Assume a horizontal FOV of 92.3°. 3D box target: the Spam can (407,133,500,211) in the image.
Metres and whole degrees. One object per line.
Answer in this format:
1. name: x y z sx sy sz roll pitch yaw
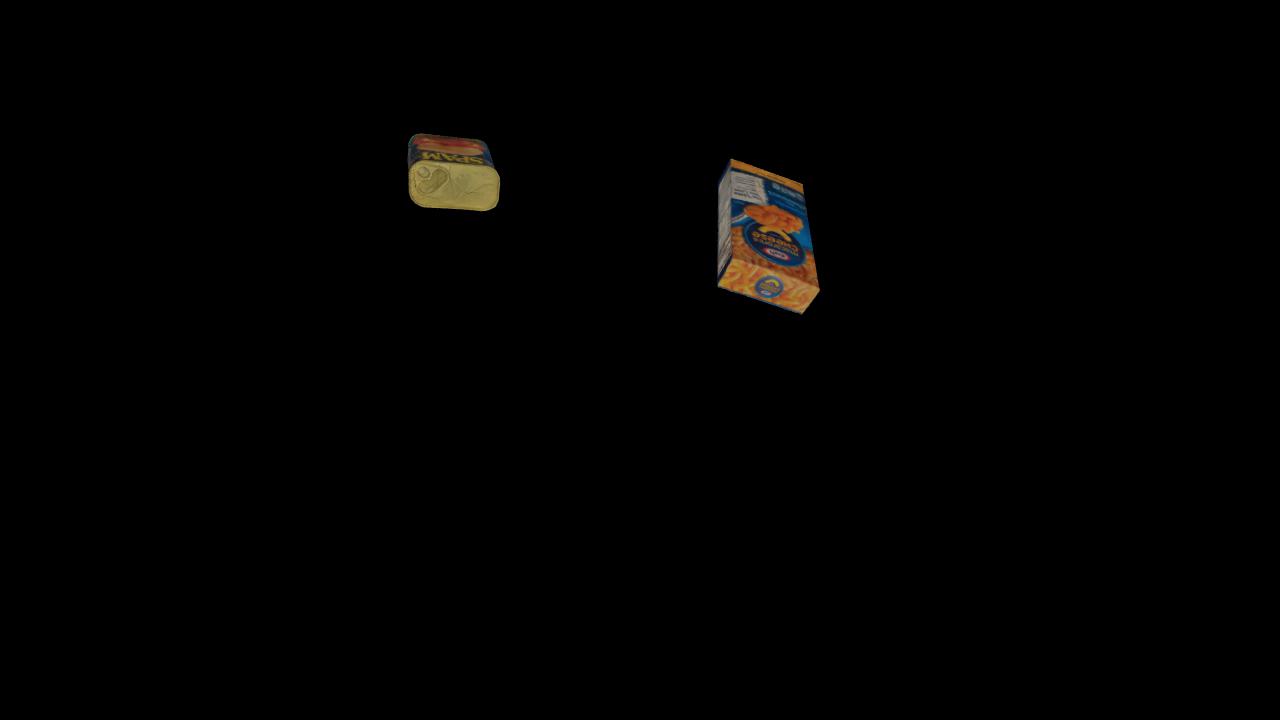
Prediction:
1. Spam can: -0.225 -0.226 0.736 0.101 0.058 0.085 -1 41 -22

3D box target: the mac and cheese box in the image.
1. mac and cheese box: 0.127 -0.133 0.632 0.093 0.184 0.041 17 -44 -11
